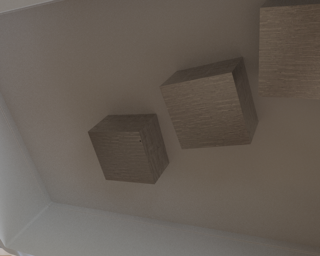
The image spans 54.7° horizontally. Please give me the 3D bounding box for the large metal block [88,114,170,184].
[{"bbox_3d":[-0.041,0.028,0.430,0.080,0.050,0.080,0,118,28],"label":"large metal block"}]

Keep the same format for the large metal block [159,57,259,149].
[{"bbox_3d":[0.057,-0.026,0.346,0.080,0.050,0.080,-7,115,31],"label":"large metal block"}]

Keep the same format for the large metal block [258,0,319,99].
[{"bbox_3d":[0.134,-0.073,0.277,0.080,0.050,0.079,6,121,25],"label":"large metal block"}]
